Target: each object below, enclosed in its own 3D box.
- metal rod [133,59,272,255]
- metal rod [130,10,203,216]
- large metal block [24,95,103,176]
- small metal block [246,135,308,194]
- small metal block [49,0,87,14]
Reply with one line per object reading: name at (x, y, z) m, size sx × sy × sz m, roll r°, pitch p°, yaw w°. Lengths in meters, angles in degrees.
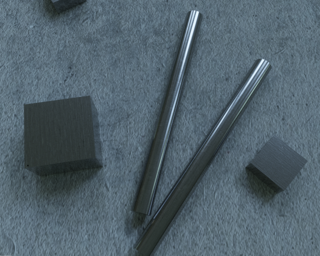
metal rod at (0.064, 0.027, 0.399) m, size 0.025 × 0.025 × 0.300 m, roll 32°, pitch 73°, yaw 11°
metal rod at (0.015, -0.034, 0.420) m, size 0.025 × 0.025 × 0.299 m, roll 14°, pitch 70°, yaw 5°
large metal block at (-0.120, 0.011, 0.389) m, size 0.081 × 0.050 × 0.080 m, roll -8°, pitch 70°, yaw -4°
small metal block at (0.147, 0.046, 0.393) m, size 0.050 × 0.025 × 0.050 m, roll 41°, pitch 75°, yaw 13°
small metal block at (-0.151, -0.214, 0.485) m, size 0.050 × 0.025 × 0.050 m, roll -30°, pitch 73°, yaw -11°
